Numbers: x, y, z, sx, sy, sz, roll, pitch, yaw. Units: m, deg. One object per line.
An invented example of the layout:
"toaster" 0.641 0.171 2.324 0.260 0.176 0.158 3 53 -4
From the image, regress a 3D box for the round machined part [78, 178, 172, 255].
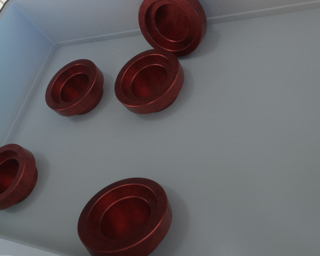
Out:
"round machined part" -0.034 0.103 0.334 0.098 0.042 0.098 -13 32 9

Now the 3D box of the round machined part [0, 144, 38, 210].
"round machined part" -0.226 0.076 0.467 0.098 0.042 0.098 -13 56 21

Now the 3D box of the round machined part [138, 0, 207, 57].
"round machined part" 0.022 -0.156 0.447 0.098 0.098 0.042 6 45 31

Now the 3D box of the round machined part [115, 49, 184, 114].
"round machined part" -0.011 -0.061 0.438 0.098 0.042 0.098 -13 56 21

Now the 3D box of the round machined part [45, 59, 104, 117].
"round machined part" -0.132 -0.060 0.501 0.098 0.042 0.098 -13 56 21
